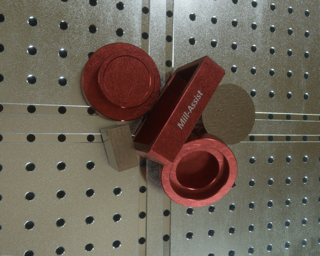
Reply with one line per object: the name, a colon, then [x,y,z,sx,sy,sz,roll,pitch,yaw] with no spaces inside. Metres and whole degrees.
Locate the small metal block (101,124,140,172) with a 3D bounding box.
small metal block: [-0.050,0.023,0.377,0.025,0.050,0.050,-16,96,-19]

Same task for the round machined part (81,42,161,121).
round machined part: [-0.045,-0.057,0.382,0.099,0.042,0.097,0,90,-20]

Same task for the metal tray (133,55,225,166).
metal tray: [0.017,-0.021,0.380,0.030,0.090,0.130,35,79,-17]

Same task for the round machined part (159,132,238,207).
round machined part: [0.047,0.050,0.405,0.099,0.042,0.097,-3,111,-8]

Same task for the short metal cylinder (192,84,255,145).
short metal cylinder: [0.082,-0.018,0.425,0.081,0.050,0.079,0,90,-20]
